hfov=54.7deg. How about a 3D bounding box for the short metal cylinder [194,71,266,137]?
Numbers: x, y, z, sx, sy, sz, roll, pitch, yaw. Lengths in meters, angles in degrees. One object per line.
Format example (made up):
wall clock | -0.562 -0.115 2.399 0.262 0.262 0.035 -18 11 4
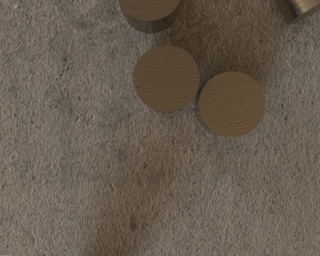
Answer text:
short metal cylinder | 0.087 -0.029 0.398 0.081 0.050 0.080 0 90 0

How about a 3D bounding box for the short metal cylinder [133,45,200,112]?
short metal cylinder | 0.008 -0.060 0.397 0.081 0.050 0.080 0 90 0

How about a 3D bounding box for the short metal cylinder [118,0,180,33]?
short metal cylinder | -0.013 -0.169 0.397 0.081 0.050 0.080 0 90 0

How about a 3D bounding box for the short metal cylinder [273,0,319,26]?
short metal cylinder | 0.185 -0.171 0.384 0.080 0.080 0.050 -28 90 0
